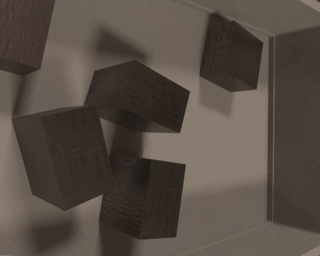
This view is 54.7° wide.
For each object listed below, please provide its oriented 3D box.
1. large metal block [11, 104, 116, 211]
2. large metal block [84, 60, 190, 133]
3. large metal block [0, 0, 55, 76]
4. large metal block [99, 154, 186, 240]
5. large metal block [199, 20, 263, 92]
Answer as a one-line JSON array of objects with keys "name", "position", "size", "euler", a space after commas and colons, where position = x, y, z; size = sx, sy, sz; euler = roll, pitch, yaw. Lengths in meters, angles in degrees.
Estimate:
[{"name": "large metal block", "position": [-0.093, 0.023, 0.294], "size": [0.050, 0.080, 0.079], "euler": [-19, 102, -39]}, {"name": "large metal block", "position": [-0.027, -0.030, 0.350], "size": [0.080, 0.080, 0.050], "euler": [23, 75, -38]}, {"name": "large metal block", "position": [-0.145, -0.098, 0.269], "size": [0.081, 0.050, 0.080], "euler": [15, 81, -39]}, {"name": "large metal block", "position": [-0.022, 0.075, 0.355], "size": [0.050, 0.080, 0.080], "euler": [14, 81, -40]}, {"name": "large metal block", "position": [0.114, -0.109, 0.488], "size": [0.080, 0.050, 0.080], "euler": [18, 79, -39]}]
